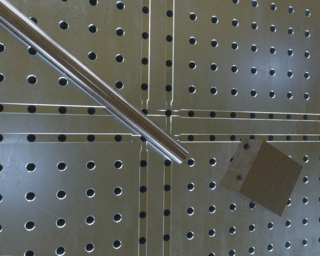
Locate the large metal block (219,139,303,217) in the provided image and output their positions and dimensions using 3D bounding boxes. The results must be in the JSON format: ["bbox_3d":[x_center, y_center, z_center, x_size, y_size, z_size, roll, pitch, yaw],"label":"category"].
[{"bbox_3d":[0.148,0.071,0.454,0.080,0.050,0.080,32,80,-17],"label":"large metal block"}]

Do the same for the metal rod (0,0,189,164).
[{"bbox_3d":[-0.080,-0.053,0.382,0.301,0.025,0.025,40,77,-16],"label":"metal rod"}]
